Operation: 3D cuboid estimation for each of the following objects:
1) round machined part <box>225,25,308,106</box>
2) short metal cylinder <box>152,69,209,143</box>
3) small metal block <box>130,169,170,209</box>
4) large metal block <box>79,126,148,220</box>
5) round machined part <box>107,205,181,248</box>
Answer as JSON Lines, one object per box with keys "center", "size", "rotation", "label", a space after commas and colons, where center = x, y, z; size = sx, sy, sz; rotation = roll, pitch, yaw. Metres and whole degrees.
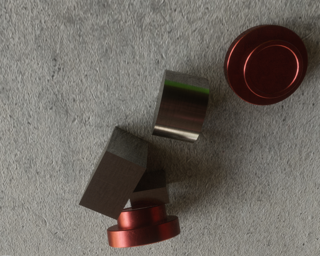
{"center": [0.131, -0.074, 0.375], "size": [0.099, 0.042, 0.097], "rotation": [0, 110, -1], "label": "round machined part"}
{"center": [0.023, -0.026, 0.371], "size": [0.050, 0.080, 0.079], "rotation": [12, 110, -5], "label": "short metal cylinder"}
{"center": [-0.014, 0.083, 0.427], "size": [0.050, 0.050, 0.025], "rotation": [-10, 109, 3], "label": "small metal block"}
{"center": [-0.057, 0.055, 0.400], "size": [0.050, 0.080, 0.080], "rotation": [26, 108, -10], "label": "large metal block"}
{"center": [-0.024, 0.130, 0.426], "size": [0.099, 0.098, 0.042], "rotation": [-10, 81, 3], "label": "round machined part"}
